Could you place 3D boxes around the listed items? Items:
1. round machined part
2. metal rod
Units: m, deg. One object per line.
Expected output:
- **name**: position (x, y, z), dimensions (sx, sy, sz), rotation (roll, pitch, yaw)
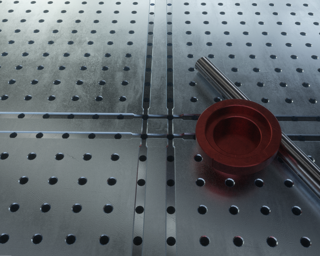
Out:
- **round machined part**: position (0.093, 0.015, 0.379), dimensions (0.099, 0.042, 0.098), rotation (-4, 54, 5)
- **metal rod**: position (0.137, -0.002, 0.409), dimensions (0.025, 0.025, 0.300), rotation (-22, 54, -18)
